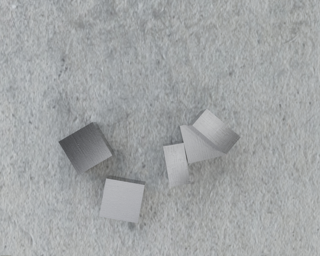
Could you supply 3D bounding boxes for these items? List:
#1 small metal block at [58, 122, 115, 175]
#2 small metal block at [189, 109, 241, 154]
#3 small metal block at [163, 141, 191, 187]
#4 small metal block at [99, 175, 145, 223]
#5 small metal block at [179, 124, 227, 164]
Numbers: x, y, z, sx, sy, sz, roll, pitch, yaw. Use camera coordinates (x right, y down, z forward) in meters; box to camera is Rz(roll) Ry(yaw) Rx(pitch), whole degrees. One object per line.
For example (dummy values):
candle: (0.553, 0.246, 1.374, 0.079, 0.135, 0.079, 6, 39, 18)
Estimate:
small metal block: (-0.096, 0.026, 0.409, 0.050, 0.025, 0.050, -31, 90, -1)
small metal block: (0.064, 0.004, 0.373, 0.050, 0.050, 0.025, 40, 90, 0)
small metal block: (0.020, 0.044, 0.398, 0.025, 0.050, 0.050, -10, 90, 0)
small metal block: (-0.049, 0.093, 0.409, 0.050, 0.025, 0.050, 10, 90, -1)
small metal block: (0.056, 0.016, 0.411, 0.050, 0.025, 0.050, -13, 90, -1)
